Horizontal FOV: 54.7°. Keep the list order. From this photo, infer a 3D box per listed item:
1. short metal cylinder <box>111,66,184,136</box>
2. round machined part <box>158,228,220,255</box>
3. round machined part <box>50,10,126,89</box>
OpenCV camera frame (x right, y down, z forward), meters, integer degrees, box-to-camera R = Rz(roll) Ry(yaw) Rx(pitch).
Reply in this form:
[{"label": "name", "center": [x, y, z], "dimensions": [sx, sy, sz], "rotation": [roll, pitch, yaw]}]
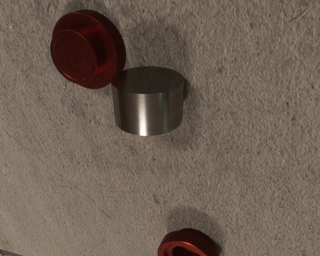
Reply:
[{"label": "short metal cylinder", "center": [-0.013, -0.033, 0.356], "dimensions": [0.080, 0.080, 0.050], "rotation": [13, 124, 21]}, {"label": "round machined part", "center": [0.049, 0.199, 0.492], "dimensions": [0.098, 0.042, 0.097], "rotation": [13, 124, 20]}, {"label": "round machined part", "center": [-0.096, -0.093, 0.387], "dimensions": [0.098, 0.042, 0.097], "rotation": [13, 124, 20]}]
